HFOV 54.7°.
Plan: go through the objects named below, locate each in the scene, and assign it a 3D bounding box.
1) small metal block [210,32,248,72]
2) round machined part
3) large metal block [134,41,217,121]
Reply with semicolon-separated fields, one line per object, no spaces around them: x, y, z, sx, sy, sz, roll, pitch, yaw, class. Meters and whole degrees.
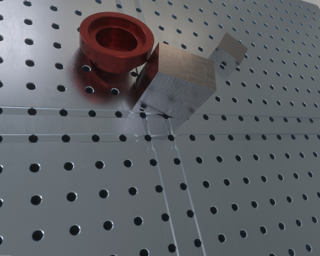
0.125;-0.138;0.559;0.050;0.025;0.050;36;51;-5;small metal block
-0.060;-0.113;0.424;0.099;0.042;0.098;9;50;-10;round machined part
0.018;-0.059;0.419;0.081;0.080;0.050;14;56;-21;large metal block
